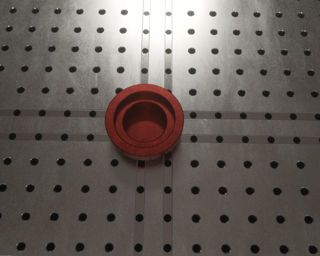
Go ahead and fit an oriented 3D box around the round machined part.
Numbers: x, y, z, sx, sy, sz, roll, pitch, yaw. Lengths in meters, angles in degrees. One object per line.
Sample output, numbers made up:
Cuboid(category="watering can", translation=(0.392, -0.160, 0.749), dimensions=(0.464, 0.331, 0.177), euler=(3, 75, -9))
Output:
Cuboid(category="round machined part", translation=(-0.019, -0.005, 0.404), dimensions=(0.099, 0.042, 0.098), euler=(0, 70, -1))
